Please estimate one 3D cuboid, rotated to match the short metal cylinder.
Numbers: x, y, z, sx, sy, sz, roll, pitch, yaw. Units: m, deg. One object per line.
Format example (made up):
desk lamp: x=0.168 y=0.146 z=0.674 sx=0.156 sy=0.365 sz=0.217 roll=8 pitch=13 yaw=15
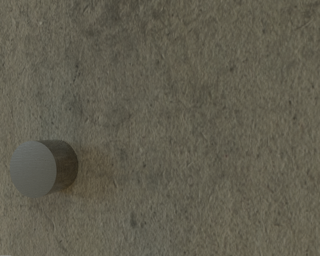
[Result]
short metal cylinder: x=-0.169 y=0.057 z=0.453 sx=0.080 sy=0.050 sz=0.079 roll=0 pitch=90 yaw=19
